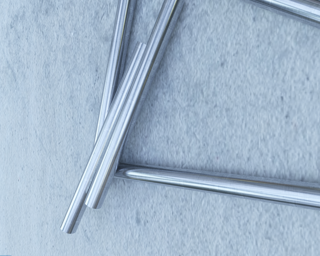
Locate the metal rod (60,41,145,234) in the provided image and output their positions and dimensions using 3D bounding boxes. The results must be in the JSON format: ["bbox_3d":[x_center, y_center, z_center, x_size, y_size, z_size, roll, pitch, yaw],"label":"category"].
[{"bbox_3d":[-0.080,0.021,0.447,0.025,0.025,0.298,32,103,35],"label":"metal rod"}]

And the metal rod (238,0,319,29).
[{"bbox_3d":[0.080,-0.156,0.337,0.300,0.025,0.025,38,113,33],"label":"metal rod"}]

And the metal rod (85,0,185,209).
[{"bbox_3d":[-0.037,-0.028,0.413,0.025,0.025,0.298,30,102,35],"label":"metal rod"}]

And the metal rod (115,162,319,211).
[{"bbox_3d":[0.041,0.062,0.369,0.300,0.025,0.025,0,90,39],"label":"metal rod"}]

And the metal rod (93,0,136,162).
[{"bbox_3d":[-0.072,-0.058,0.462,0.025,0.025,0.298,19,102,38],"label":"metal rod"}]
